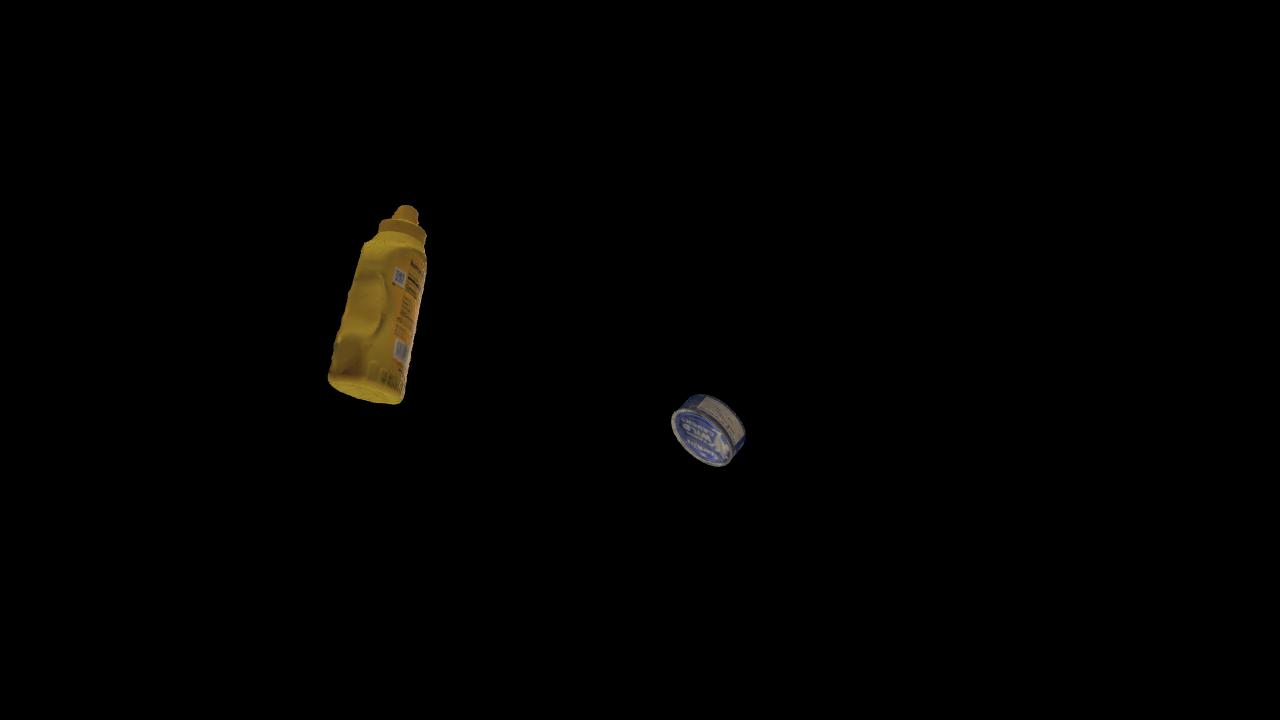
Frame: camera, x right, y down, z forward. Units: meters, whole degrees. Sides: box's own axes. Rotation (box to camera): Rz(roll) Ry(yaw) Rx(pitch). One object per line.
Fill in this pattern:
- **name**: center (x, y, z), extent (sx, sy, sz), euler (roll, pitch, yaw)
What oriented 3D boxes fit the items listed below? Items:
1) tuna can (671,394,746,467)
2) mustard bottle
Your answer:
- **tuna can**: center (0.079, 0.080, 0.708), extent (0.084, 0.084, 0.034), euler (0, 34, 49)
- **mustard bottle**: center (-0.228, -0.057, 0.560), extent (0.054, 0.184, 0.092), euler (4, -17, 7)
